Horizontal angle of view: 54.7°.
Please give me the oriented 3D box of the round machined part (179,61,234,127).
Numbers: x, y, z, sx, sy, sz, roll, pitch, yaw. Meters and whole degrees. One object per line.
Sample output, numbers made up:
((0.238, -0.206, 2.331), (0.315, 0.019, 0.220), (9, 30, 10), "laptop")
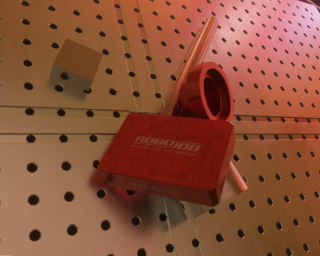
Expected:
((0.064, -0.042, 0.442), (0.099, 0.042, 0.098), (18, 67, -49), "round machined part")

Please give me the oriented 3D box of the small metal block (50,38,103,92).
((-0.107, -0.081, 0.401), (0.050, 0.025, 0.050), (22, 54, -16), "small metal block")

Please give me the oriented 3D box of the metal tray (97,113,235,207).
((0.009, 0.029, 0.342), (0.130, 0.030, 0.090), (6, 49, 24), "metal tray")

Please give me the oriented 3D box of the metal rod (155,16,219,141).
((0.049, -0.093, 0.492), (0.025, 0.025, 0.301), (32, 51, -8), "metal rod")

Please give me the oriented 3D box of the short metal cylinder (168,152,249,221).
((0.055, 0.067, 0.364), (0.081, 0.080, 0.050), (-18, 72, -35), "short metal cylinder")
